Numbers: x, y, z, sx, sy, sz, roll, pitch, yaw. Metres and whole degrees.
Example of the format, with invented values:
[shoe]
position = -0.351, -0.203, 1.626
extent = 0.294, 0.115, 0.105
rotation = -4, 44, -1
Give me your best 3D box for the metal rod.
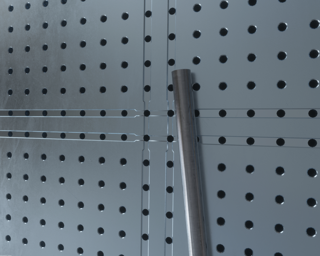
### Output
[metal rod]
position = 0.041, 0.075, 0.398
extent = 0.025, 0.025, 0.298
rotation = -6, 88, 20
